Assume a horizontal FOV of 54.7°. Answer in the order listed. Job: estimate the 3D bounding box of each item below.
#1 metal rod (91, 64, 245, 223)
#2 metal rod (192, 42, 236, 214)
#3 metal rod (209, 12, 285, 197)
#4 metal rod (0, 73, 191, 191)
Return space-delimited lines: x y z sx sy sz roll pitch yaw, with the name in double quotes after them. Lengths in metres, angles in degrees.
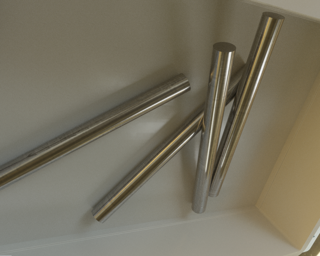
0.020 0.022 0.434 0.300 0.025 0.025 -44 130 2 "metal rod"
0.068 0.024 0.435 0.025 0.025 0.298 -17 134 -19 "metal rod"
0.108 -0.009 0.437 0.025 0.025 0.298 -10 131 -24 "metal rod"
-0.098 0.013 0.363 0.302 0.025 0.025 -29 129 -11 "metal rod"
